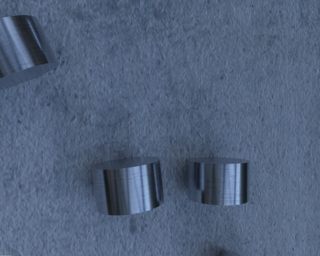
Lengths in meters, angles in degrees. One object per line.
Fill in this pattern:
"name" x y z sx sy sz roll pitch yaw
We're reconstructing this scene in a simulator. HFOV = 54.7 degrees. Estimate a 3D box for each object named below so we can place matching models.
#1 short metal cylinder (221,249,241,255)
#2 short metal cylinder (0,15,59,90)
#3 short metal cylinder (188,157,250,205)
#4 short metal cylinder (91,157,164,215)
"short metal cylinder" 0.114 0.209 0.424 0.080 0.080 0.050 31 80 -18
"short metal cylinder" -0.155 -0.076 0.322 0.081 0.080 0.050 -26 99 -19
"short metal cylinder" 0.077 0.068 0.410 0.081 0.080 0.050 0 90 -20
"short metal cylinder" -0.037 0.065 0.367 0.081 0.080 0.050 -7 93 -20
